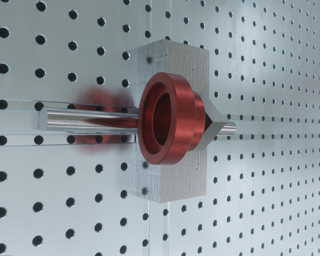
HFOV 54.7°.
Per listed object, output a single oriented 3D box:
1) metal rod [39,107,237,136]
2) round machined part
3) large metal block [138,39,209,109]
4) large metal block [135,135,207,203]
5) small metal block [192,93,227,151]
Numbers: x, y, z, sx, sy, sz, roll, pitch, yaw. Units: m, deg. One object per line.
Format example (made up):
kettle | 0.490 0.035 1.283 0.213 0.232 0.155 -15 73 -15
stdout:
metal rod | -0.001 -0.004 0.408 0.302 0.025 0.025 2 89 -40
round machined part | 0.013 -0.009 0.335 0.042 0.098 0.097 5 87 -26
large metal block | 0.019 -0.065 0.409 0.081 0.050 0.080 1 90 -40
large metal block | 0.016 0.049 0.406 0.081 0.050 0.080 2 89 -40
small metal block | 0.045 -0.007 0.373 0.025 0.050 0.050 1 46 -40
